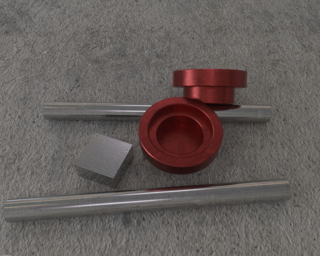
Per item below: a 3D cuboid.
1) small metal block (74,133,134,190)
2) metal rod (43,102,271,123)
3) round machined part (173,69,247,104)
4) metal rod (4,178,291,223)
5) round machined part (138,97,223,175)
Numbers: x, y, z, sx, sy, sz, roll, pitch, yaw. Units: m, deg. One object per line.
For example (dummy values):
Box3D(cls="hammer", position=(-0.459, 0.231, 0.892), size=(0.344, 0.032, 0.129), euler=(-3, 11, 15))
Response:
Box3D(cls="small metal block", position=(-0.065, 0.039, 0.370), size=(0.050, 0.025, 0.050), euler=(17, 52, 13))
Box3D(cls="metal rod", position=(-0.004, -0.021, 0.421), size=(0.302, 0.025, 0.025), euler=(1, 50, 0))
Box3D(cls="round machined part", position=(0.065, -0.054, 0.416), size=(0.099, 0.042, 0.098), euler=(1, 6, 0))
Box3D(cls="metal rod", position=(-0.010, 0.078, 0.337), size=(0.302, 0.025, 0.025), euler=(-4, 50, -3))
Box3D(cls="round machined part", position=(0.024, 0.013, 0.377), size=(0.099, 0.042, 0.098), euler=(0, 56, 0))
